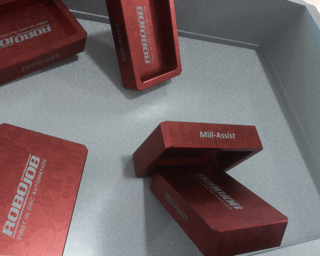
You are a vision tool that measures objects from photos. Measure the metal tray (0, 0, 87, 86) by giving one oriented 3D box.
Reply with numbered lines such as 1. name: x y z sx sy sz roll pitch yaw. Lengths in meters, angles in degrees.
1. metal tray: -0.167 -0.112 0.369 0.131 0.030 0.090 -33 81 -30

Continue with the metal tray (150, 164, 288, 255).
1. metal tray: 0.056 0.080 0.334 0.091 0.030 0.130 2 18 -27

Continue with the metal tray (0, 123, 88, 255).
1. metal tray: -0.128 0.067 0.293 0.091 0.030 0.130 18 55 -18

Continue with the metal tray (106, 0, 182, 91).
1. metal tray: -0.018 -0.125 0.418 0.091 0.030 0.129 -29 120 -37

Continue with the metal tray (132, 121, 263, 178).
1. metal tray: 0.044 0.029 0.371 0.131 0.090 0.030 3 61 -27
